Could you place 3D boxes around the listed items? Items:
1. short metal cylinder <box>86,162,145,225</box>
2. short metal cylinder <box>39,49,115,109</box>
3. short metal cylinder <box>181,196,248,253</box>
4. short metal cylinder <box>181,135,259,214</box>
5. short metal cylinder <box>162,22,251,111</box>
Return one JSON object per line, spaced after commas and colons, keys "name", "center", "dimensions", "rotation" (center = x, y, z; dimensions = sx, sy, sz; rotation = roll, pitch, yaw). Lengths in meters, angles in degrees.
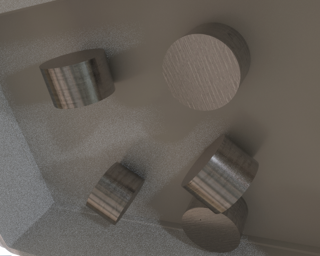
{"name": "short metal cylinder", "center": [-0.066, 0.098, 0.469], "dimensions": [0.050, 0.080, 0.079], "rotation": [33, 129, 7]}
{"name": "short metal cylinder", "center": [-0.101, -0.063, 0.388], "dimensions": [0.080, 0.080, 0.050], "rotation": [2, 119, 27]}
{"name": "short metal cylinder", "center": [0.076, 0.124, 0.429], "dimensions": [0.080, 0.050, 0.079], "rotation": [13, 124, 21]}
{"name": "short metal cylinder", "center": [0.070, 0.054, 0.370], "dimensions": [0.050, 0.080, 0.080], "rotation": [39, 129, 1]}
{"name": "short metal cylinder", "center": [0.050, -0.065, 0.326], "dimensions": [0.080, 0.050, 0.079], "rotation": [13, 124, 21]}
